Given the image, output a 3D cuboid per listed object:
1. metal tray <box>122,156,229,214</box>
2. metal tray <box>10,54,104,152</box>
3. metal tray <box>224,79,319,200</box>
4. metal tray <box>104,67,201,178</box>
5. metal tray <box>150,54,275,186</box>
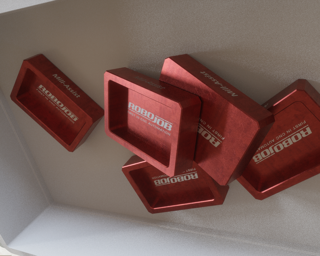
[{"bbox_3d":[0.019,0.072,0.439,0.130,0.030,0.090,-19,109,35],"label":"metal tray"},{"bbox_3d":[-0.156,-0.035,0.466,0.130,0.030,0.090,42,129,-2],"label":"metal tray"},{"bbox_3d":[0.133,0.019,0.346,0.090,0.030,0.129,45,129,-4],"label":"metal tray"},{"bbox_3d":[-0.016,-0.011,0.364,0.130,0.030,0.089,28,125,38],"label":"metal tray"},{"bbox_3d":[0.048,-0.011,0.342,0.130,0.030,0.089,43,133,28],"label":"metal tray"}]
